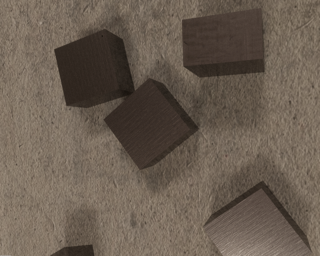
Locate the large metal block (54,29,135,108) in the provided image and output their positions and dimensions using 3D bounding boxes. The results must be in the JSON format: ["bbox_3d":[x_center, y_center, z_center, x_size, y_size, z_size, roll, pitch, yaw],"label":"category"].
[{"bbox_3d":[-0.089,-0.078,0.426,0.080,0.050,0.080,-15,85,19],"label":"large metal block"}]

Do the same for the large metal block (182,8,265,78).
[{"bbox_3d":[0.075,-0.091,0.353,0.080,0.080,0.050,-2,90,19],"label":"large metal block"}]

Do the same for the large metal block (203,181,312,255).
[{"bbox_3d":[0.110,0.120,0.357,0.080,0.050,0.080,-39,78,15],"label":"large metal block"}]

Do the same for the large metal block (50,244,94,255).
[{"bbox_3d":[-0.128,0.216,0.424,0.050,0.080,0.080,-13,86,19],"label":"large metal block"}]

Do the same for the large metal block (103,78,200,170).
[{"bbox_3d":[-0.010,-0.005,0.398,0.080,0.050,0.080,-40,78,15],"label":"large metal block"}]
